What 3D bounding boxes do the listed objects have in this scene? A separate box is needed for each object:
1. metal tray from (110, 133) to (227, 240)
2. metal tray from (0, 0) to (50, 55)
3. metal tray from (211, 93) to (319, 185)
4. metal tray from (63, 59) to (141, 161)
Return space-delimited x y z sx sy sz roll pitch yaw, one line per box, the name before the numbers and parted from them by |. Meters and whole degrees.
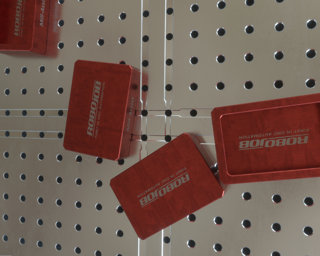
metal tray | 0.009 0.076 0.406 0.130 0.030 0.090 -34 79 16
metal tray | -0.221 -0.183 0.485 0.090 0.030 0.129 6 92 19
metal tray | 0.130 0.013 0.356 0.131 0.030 0.089 -7 87 13
metal tray | -0.083 -0.026 0.438 0.090 0.030 0.129 10 93 19
